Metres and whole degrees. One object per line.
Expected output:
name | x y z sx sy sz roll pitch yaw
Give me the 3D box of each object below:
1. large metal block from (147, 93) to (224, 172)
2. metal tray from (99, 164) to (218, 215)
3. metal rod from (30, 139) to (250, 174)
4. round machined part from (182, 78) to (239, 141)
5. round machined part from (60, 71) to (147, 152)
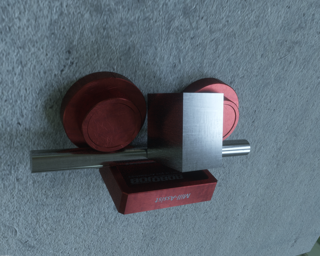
large metal block | 0.026 0.000 0.354 0.050 0.080 0.079 -2 96 -28
metal tray | -0.003 0.062 0.404 0.131 0.090 0.030 -1 119 -28
metal rod | -0.004 0.033 0.401 0.303 0.025 0.025 -1 119 -28
round machined part | 0.069 -0.016 0.426 0.099 0.042 0.097 -14 125 -21
round machined part | -0.060 -0.012 0.356 0.099 0.042 0.097 -14 125 -21
